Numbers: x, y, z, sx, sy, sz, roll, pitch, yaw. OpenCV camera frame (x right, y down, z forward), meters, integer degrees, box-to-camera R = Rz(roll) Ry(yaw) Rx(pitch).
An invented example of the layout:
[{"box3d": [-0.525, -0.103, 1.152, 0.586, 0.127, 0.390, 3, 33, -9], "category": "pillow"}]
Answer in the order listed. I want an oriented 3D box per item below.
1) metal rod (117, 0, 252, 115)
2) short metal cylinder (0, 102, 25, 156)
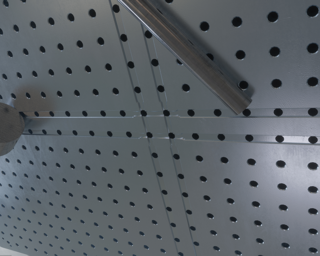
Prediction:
[{"box3d": [-0.015, -0.126, 0.340, 0.300, 0.025, 0.025, 44, 129, -3], "category": "metal rod"}, {"box3d": [-0.279, 0.002, 0.524, 0.080, 0.080, 0.050, 45, 129, -4], "category": "short metal cylinder"}]
